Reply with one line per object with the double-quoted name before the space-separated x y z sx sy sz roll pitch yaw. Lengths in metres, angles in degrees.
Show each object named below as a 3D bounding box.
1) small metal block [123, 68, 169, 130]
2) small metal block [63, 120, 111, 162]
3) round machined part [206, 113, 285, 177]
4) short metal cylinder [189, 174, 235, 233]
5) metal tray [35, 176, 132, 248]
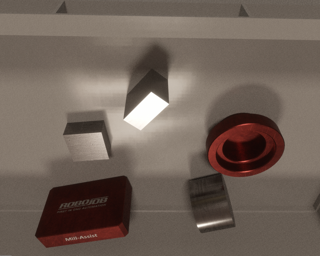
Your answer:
"small metal block" -0.016 -0.034 0.364 0.025 0.050 0.050 33 123 -25
"small metal block" -0.098 0.018 0.423 0.050 0.025 0.050 -4 130 3
"round machined part" 0.111 0.018 0.415 0.099 0.042 0.097 -1 130 0
"short metal cylinder" 0.080 0.115 0.472 0.050 0.080 0.080 -15 129 12
"metal tray" -0.112 0.126 0.471 0.131 0.090 0.030 -11 129 8
